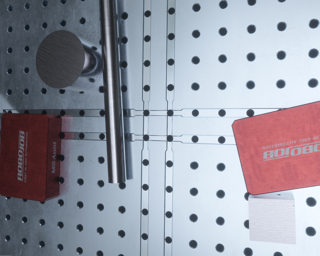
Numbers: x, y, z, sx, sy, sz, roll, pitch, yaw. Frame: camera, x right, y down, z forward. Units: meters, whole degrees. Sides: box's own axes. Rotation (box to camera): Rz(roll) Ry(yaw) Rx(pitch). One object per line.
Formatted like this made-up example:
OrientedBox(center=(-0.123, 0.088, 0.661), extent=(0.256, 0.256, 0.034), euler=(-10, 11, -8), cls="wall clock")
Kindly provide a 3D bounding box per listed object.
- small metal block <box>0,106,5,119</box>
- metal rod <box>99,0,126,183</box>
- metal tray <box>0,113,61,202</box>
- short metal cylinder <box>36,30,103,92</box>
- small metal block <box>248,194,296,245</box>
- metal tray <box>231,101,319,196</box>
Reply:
OrientedBox(center=(-0.295, -0.024, 0.517), extent=(0.050, 0.025, 0.050), euler=(45, 104, 14), cls="small metal block")
OrientedBox(center=(-0.068, -0.074, 0.436), extent=(0.025, 0.025, 0.298), euler=(-4, 89, 20), cls="metal rod")
OrientedBox(center=(-0.202, 0.043, 0.481), extent=(0.090, 0.030, 0.129), euler=(3, 91, 20), cls="metal tray")
OrientedBox(center=(-0.128, -0.094, 0.445), extent=(0.080, 0.050, 0.080), euler=(0, 90, 20), cls="short metal cylinder")
OrientedBox(center=(0.132, 0.106, 0.366), extent=(0.050, 0.025, 0.050), euler=(-2, 89, 20), cls="small metal block")
OrientedBox(center=(0.157, 0.021, 0.354), extent=(0.130, 0.030, 0.090), euler=(-14, 86, 19), cls="metal tray")
